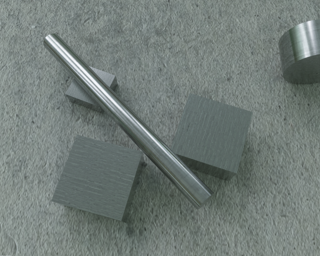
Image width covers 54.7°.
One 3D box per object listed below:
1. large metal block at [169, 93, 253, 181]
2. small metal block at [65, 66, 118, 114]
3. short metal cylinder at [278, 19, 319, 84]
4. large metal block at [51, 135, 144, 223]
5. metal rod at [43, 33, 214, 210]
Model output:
[{"bbox_3d":[0.062,0.012,0.391,0.080,0.050,0.080,18,71,6],"label":"large metal block"},{"bbox_3d":[-0.093,-0.054,0.427,0.050,0.025,0.050,21,71,7],"label":"small metal block"},{"bbox_3d":[0.205,-0.100,0.417,0.081,0.080,0.050,0,70,0],"label":"short metal cylinder"},{"bbox_3d":[-0.070,0.062,0.372,0.080,0.050,0.080,14,71,5],"label":"large metal block"},{"bbox_3d":[-0.051,-0.022,0.378,0.025,0.025,0.300,-40,69,-13],"label":"metal rod"}]
